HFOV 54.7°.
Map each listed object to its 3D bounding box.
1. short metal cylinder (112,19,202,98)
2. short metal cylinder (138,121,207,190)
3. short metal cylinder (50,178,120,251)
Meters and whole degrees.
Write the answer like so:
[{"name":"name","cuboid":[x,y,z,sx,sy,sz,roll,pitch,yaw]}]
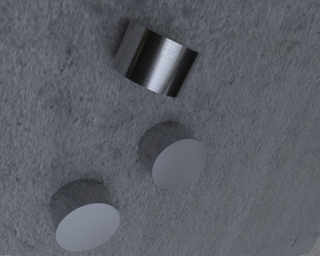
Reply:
[{"name":"short metal cylinder","cuboid":[-0.004,-0.073,0.325,0.081,0.080,0.050,14,111,-35]},{"name":"short metal cylinder","cuboid":[0.016,0.037,0.424,0.081,0.050,0.079,-14,125,-21]},{"name":"short metal cylinder","cuboid":[-0.100,0.114,0.408,0.081,0.050,0.079,-14,125,-21]}]
